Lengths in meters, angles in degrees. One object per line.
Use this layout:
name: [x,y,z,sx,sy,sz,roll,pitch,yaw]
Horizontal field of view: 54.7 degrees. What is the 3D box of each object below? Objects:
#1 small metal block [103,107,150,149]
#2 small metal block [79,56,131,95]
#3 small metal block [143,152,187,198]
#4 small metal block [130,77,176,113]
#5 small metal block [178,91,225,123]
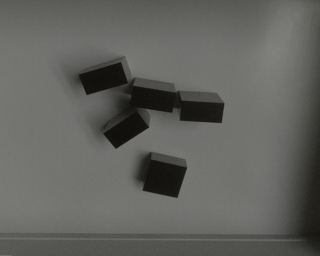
small metal block: [-0.041,-0.006,0.395,0.050,0.050,0.025,-33,107,11]
small metal block: [-0.064,-0.064,0.373,0.050,0.050,0.025,-15,110,5]
small metal block: [0.006,0.066,0.436,0.050,0.025,0.050,13,110,-6]
small metal block: [-0.008,-0.042,0.383,0.050,0.050,0.025,9,110,-4]
small metal block: [0.049,-0.028,0.389,0.050,0.050,0.025,3,110,-2]
